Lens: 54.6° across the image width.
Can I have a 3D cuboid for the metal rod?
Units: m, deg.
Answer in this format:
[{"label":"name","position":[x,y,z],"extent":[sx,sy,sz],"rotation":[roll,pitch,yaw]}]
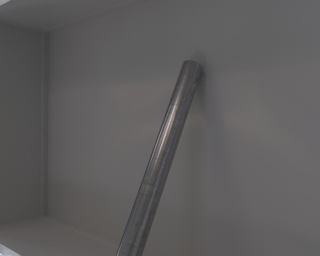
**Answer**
[{"label":"metal rod","position":[-0.007,0.059,0.333],"extent":[0.025,0.025,0.300],"rotation":[4,67,40]}]
